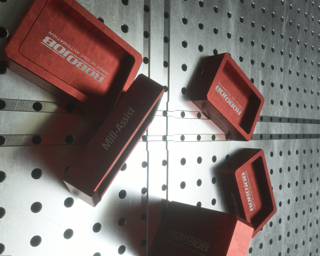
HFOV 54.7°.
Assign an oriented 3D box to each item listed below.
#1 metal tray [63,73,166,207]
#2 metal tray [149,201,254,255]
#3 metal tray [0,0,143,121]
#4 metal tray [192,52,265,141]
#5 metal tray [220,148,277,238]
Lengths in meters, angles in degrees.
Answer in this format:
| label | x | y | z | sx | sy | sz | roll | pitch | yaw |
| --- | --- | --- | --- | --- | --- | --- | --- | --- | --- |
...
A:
| label | x | y | z | sx | sy | sz | roll | pitch | yaw |
| --- | --- | --- | --- | --- | --- | --- | --- | --- | --- |
| metal tray | -0.045 | 0.015 | 0.328 | 0.030 | 0.090 | 0.130 | 32 | 67 | 3 |
| metal tray | 0.043 | 0.144 | 0.377 | 0.030 | 0.130 | 0.090 | 33 | 69 | -26 |
| metal tray | -0.088 | -0.075 | 0.333 | 0.130 | 0.030 | 0.090 | 34 | 69 | -35 |
| metal tray | 0.116 | -0.047 | 0.505 | 0.130 | 0.030 | 0.090 | 39 | 66 | -33 |
| metal tray | 0.157 | 0.111 | 0.541 | 0.091 | 0.030 | 0.129 | -28 | 108 | -37 |
